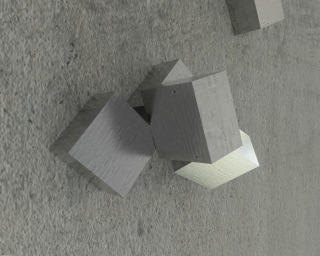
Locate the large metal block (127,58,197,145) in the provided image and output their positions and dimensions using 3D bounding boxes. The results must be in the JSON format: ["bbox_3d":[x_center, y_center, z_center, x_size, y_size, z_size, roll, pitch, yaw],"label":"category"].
[{"bbox_3d":[0.012,-0.028,0.397,0.080,0.050,0.080,48,62,-28],"label":"large metal block"}]

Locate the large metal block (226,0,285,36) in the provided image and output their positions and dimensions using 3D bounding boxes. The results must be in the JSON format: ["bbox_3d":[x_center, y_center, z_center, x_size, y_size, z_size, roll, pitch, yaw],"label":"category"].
[{"bbox_3d":[0.159,-0.209,0.521,0.081,0.050,0.080,-30,109,-36],"label":"large metal block"}]

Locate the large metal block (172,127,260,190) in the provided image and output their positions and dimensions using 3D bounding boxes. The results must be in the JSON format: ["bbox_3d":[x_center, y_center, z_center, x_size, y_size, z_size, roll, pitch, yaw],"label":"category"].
[{"bbox_3d":[0.072,0.034,0.420,0.080,0.080,0.050,30,39,-37],"label":"large metal block"}]

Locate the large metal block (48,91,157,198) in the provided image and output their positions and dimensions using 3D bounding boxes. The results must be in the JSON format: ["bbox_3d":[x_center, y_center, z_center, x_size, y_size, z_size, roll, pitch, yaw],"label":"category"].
[{"bbox_3d":[-0.057,0.018,0.340,0.080,0.050,0.080,47,62,-30],"label":"large metal block"}]

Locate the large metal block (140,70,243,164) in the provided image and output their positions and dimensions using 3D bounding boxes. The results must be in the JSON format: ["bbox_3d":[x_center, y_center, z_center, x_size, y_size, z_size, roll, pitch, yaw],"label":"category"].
[{"bbox_3d":[0.032,-0.011,0.330,0.050,0.080,0.080,-23,104,-37],"label":"large metal block"}]
